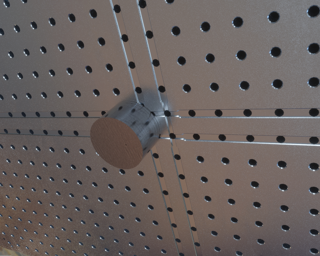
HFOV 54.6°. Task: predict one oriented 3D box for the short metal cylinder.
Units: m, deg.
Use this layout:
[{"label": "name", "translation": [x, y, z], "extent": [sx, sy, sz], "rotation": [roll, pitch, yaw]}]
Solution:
[{"label": "short metal cylinder", "translation": [-0.048, 0.009, 0.427], "extent": [0.080, 0.050, 0.080], "rotation": [14, 124, 21]}]
